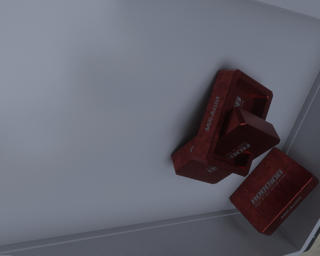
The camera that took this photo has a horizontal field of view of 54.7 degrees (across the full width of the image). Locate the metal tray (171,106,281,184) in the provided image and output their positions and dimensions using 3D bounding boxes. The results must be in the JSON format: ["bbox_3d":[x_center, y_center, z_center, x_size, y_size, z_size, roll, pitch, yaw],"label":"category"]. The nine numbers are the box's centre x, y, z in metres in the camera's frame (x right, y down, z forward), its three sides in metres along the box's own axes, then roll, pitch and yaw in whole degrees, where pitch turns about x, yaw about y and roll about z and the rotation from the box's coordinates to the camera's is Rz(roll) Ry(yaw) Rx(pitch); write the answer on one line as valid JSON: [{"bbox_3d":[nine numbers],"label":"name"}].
[{"bbox_3d":[0.092,0.031,0.444,0.091,0.030,0.129,21,131,-37],"label":"metal tray"}]

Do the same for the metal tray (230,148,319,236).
[{"bbox_3d":[0.197,0.110,0.545,0.030,0.090,0.130,32,100,-39],"label":"metal tray"}]

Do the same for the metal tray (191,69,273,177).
[{"bbox_3d":[0.102,-0.005,0.429,0.091,0.030,0.129,22,85,-36],"label":"metal tray"}]
